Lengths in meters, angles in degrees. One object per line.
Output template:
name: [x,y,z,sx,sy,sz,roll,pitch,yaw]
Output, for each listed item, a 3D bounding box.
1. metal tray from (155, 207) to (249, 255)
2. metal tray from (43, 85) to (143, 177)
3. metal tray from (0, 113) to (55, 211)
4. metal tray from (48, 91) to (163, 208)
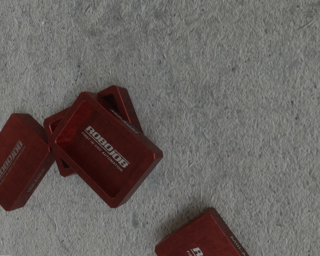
metal tray: [0.066,0.177,0.383,0.090,0.030,0.130,-39,78,15]
metal tray: [-0.094,0.006,0.439,0.130,0.030,0.090,-23,83,18]
metal tray: [-0.223,0.053,0.485,0.090,0.030,0.130,40,102,15]
metal tray: [-0.072,0.026,0.399,0.130,0.030,0.090,41,103,15]
